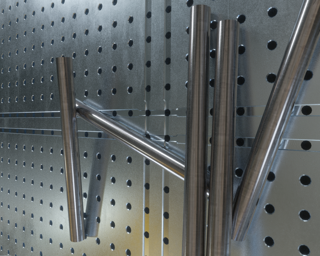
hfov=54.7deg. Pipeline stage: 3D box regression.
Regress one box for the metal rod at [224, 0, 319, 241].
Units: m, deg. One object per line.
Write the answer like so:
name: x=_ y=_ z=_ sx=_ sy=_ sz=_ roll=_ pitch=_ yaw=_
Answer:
metal rod: x=0.120 y=-0.023 z=0.309 sx=0.025 sy=0.025 sz=0.298 roll=25 pitch=105 yaw=37

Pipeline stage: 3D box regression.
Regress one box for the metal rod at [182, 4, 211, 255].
metal rod: x=0.042 y=0.007 z=0.349 sx=0.025 sy=0.025 sz=0.298 roll=-4 pitch=80 yaw=39

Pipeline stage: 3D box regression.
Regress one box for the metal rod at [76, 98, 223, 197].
metal rod: x=-0.038 y=0.017 z=0.438 sx=0.300 sy=0.025 sz=0.025 roll=27 pitch=107 yaw=36

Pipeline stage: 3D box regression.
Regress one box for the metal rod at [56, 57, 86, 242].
metal rod: x=-0.144 y=0.038 z=0.501 sx=0.025 sy=0.025 sz=0.298 roll=4 pitch=100 yaw=39

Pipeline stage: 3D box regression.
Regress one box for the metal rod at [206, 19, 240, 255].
metal rod: x=0.067 y=0.033 z=0.331 sx=0.025 sy=0.025 sz=0.298 roll=-1 pitch=83 yaw=39
